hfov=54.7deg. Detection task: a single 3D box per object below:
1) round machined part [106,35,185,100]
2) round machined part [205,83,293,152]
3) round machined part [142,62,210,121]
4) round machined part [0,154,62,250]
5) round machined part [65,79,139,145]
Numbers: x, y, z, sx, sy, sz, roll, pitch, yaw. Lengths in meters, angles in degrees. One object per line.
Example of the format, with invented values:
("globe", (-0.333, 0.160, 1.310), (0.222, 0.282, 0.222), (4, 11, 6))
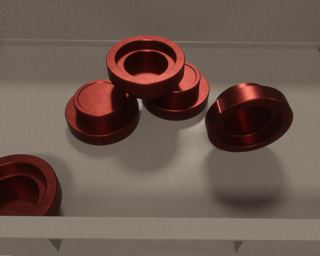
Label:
("round machined part", (-0.018, -0.075, 0.402), (0.099, 0.042, 0.098), (0, 50, 0))
("round machined part", (0.103, -0.016, 0.373), (0.099, 0.097, 0.042), (-3, 50, -3))
("round machined part", (0.022, -0.060, 0.445), (0.099, 0.042, 0.098), (0, 50, 0))
("round machined part", (-0.153, 0.079, 0.326), (0.099, 0.042, 0.098), (0, 50, 0))
("round machined part", (-0.078, -0.028, 0.416), (0.099, 0.042, 0.098), (0, 50, 0))
